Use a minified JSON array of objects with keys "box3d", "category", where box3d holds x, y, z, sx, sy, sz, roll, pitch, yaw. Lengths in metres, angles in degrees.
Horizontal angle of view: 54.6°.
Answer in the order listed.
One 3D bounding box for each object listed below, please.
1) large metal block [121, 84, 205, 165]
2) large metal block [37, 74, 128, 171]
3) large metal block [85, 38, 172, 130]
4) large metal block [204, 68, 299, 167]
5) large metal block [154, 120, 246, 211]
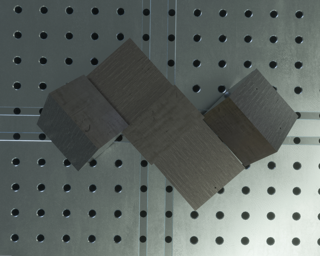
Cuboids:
[{"box3d":[0.003,-0.004,0.385,0.080,0.080,0.050,-42,91,0],"category":"large metal block"},{"box3d":[-0.096,-0.004,0.378,0.080,0.080,0.050,49,51,0],"category":"large metal block"},{"box3d":[-0.039,-0.054,0.400,0.080,0.050,0.080,-42,91,1],"category":"large metal block"},{"box3d":[0.112,-0.014,0.380,0.080,0.050,0.080,49,50,-1],"category":"large metal block"},{"box3d":[0.047,0.045,0.401,0.080,0.050,0.080,-41,89,0],"category":"large metal block"}]
